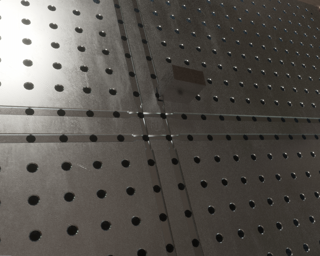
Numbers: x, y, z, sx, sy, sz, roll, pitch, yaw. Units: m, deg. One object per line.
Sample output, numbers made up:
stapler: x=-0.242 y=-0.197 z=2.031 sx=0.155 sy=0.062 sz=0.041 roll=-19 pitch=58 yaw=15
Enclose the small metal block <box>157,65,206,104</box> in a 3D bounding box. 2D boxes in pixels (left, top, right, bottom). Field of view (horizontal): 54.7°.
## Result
small metal block: x=0.030 y=-0.061 z=0.447 sx=0.050 sy=0.050 sz=0.025 roll=7 pitch=59 yaw=-25
